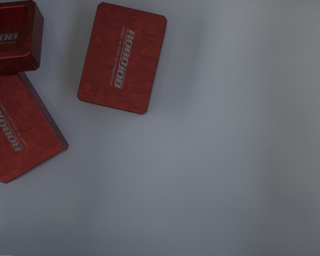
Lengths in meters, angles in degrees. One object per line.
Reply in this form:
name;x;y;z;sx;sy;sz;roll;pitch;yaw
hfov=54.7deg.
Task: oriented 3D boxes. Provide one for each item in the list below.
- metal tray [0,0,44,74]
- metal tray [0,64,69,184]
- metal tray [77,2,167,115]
metal tray;-0.218;-0.111;0.388;0.131;0.030;0.090;-6;65;-1
metal tray;-0.194;-0.005;0.406;0.090;0.030;0.130;-31;90;-1
metal tray;-0.048;-0.089;0.408;0.091;0.030;0.129;13;90;-1
